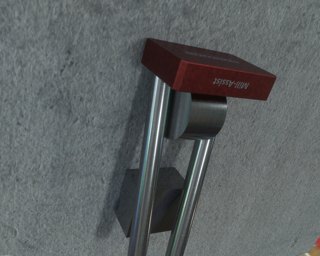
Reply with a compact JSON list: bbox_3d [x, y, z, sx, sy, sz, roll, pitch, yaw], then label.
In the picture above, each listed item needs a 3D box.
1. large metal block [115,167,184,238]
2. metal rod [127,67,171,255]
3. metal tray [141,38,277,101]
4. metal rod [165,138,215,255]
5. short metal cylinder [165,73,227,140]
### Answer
[{"bbox_3d":[-0.012,0.106,0.450,0.081,0.050,0.079,2,118,-30],"label":"large metal block"},{"bbox_3d":[-0.015,0.065,0.383,0.025,0.025,0.298,2,102,-30],"label":"metal rod"},{"bbox_3d":[0.055,-0.067,0.356,0.131,0.090,0.030,2,117,-30],"label":"metal tray"},{"bbox_3d":[0.047,0.068,0.418,0.025,0.025,0.298,9,99,-33],"label":"metal rod"},{"bbox_3d":[0.036,-0.025,0.379,0.050,0.080,0.079,2,118,-30],"label":"short metal cylinder"}]
